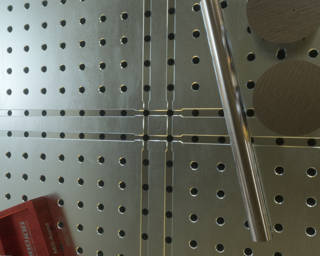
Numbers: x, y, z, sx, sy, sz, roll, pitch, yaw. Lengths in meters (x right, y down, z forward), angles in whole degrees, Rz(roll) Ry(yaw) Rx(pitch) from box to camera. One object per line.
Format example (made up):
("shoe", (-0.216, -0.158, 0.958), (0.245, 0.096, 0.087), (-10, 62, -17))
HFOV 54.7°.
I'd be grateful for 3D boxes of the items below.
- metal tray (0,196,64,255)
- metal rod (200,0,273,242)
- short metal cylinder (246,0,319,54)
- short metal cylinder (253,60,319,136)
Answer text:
("metal tray", (-0.204, 0.183, 0.481), (0.090, 0.030, 0.129), (-23, 83, 18))
("metal rod", (0.092, -0.014, 0.379), (0.025, 0.025, 0.298), (-13, 86, 19))
("short metal cylinder", (0.141, -0.129, 0.349), (0.080, 0.050, 0.080), (0, 90, 20))
("short metal cylinder", (0.147, -0.031, 0.347), (0.080, 0.050, 0.080), (0, 90, 20))
